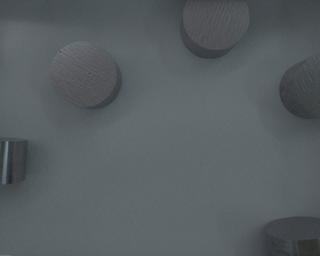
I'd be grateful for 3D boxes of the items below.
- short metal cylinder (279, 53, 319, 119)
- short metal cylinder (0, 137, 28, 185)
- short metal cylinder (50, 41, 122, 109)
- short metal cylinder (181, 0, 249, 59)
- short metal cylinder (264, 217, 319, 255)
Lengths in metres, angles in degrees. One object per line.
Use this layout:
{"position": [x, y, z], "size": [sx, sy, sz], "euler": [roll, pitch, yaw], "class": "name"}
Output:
{"position": [0.204, -0.052, 0.400], "size": [0.081, 0.050, 0.080], "euler": [0, 90, 0], "class": "short metal cylinder"}
{"position": [-0.208, 0.038, 0.382], "size": [0.080, 0.080, 0.050], "euler": [4, 90, 0], "class": "short metal cylinder"}
{"position": [-0.092, -0.065, 0.398], "size": [0.081, 0.050, 0.080], "euler": [0, 90, 0], "class": "short metal cylinder"}
{"position": [0.068, -0.134, 0.399], "size": [0.081, 0.050, 0.080], "euler": [0, 90, 0], "class": "short metal cylinder"}
{"position": [0.176, 0.148, 0.385], "size": [0.080, 0.080, 0.050], "euler": [-9, 90, 0], "class": "short metal cylinder"}
